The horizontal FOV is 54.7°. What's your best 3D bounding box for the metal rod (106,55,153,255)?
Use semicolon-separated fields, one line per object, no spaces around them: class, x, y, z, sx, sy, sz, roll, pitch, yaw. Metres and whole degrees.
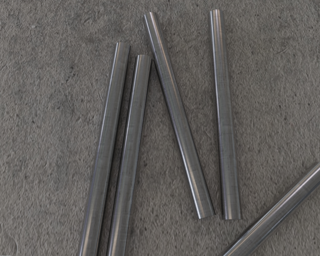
metal rod;-0.038;0.042;0.392;0.025;0.025;0.299;6;70;2

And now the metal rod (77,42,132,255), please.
metal rod;-0.069;0.022;0.399;0.025;0.025;0.299;6;70;2

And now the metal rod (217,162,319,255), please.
metal rod;0.089;0.143;0.356;0.301;0.025;0.025;-38;75;-13

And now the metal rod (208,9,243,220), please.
metal rod;0.085;-0.031;0.419;0.025;0.025;0.299;0;70;0

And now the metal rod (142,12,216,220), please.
metal rod;0.020;-0.030;0.419;0.025;0.025;0.299;-13;71;-5
